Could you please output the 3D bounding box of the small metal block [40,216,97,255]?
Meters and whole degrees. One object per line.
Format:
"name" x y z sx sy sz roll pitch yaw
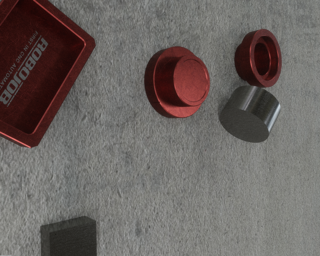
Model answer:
"small metal block" -0.096 0.125 0.326 0.050 0.025 0.050 -2 92 -40

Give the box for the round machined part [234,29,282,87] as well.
"round machined part" 0.166 -0.117 0.536 0.099 0.042 0.097 0 90 -40

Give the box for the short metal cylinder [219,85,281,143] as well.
"short metal cylinder" 0.142 -0.021 0.491 0.080 0.080 0.050 50 61 -29

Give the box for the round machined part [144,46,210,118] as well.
"round machined part" 0.030 -0.062 0.421 0.099 0.042 0.097 0 90 -40

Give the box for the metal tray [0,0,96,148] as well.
"metal tray" -0.130 -0.057 0.293 0.090 0.030 0.130 37 67 -34
